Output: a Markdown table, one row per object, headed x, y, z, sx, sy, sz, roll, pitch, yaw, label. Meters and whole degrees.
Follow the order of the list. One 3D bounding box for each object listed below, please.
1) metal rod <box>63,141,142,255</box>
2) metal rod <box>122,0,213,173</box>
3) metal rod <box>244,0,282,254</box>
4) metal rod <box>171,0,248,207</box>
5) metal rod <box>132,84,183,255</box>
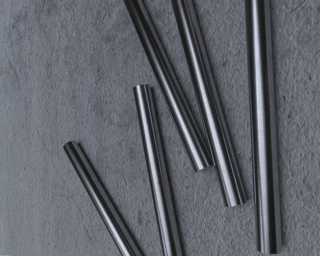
| x | y | z | sx | sy | sz | roll | pitch | yaw | label |
| --- | --- | --- | --- | --- | --- | --- | --- | --- | --- |
| -0.073 | 0.137 | 0.465 | 0.025 | 0.025 | 0.300 | -52 | 60 | 27 | metal rod |
| -0.001 | -0.085 | 0.405 | 0.025 | 0.025 | 0.299 | -34 | 69 | 35 | metal rod |
| 0.105 | -0.026 | 0.318 | 0.025 | 0.025 | 0.298 | -4 | 88 | 40 | metal rod |
| 0.049 | -0.060 | 0.364 | 0.025 | 0.025 | 0.299 | -22 | 76 | 38 | metal rod |
| 0.002 | 0.089 | 0.403 | 0.025 | 0.025 | 0.299 | -18 | 79 | 38 | metal rod |
